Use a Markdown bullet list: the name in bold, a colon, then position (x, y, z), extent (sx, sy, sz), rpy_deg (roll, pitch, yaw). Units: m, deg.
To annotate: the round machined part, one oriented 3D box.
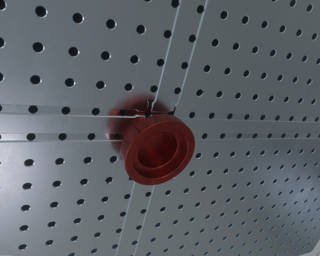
- **round machined part**: position (-0.007, 0.024, 0.411), extent (0.099, 0.042, 0.097), rpy_deg (-14, 124, -21)
